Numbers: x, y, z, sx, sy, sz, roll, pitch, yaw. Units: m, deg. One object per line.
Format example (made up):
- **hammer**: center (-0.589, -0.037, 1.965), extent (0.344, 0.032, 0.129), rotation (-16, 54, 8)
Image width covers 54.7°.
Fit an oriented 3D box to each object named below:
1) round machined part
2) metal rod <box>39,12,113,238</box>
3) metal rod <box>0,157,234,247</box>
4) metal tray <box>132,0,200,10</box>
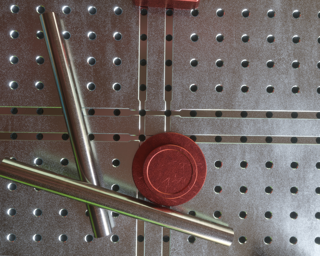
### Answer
- **round machined part**: center (0.012, 0.054, 0.405), extent (0.099, 0.042, 0.097), rotation (0, 90, -1)
- **metal rod**: center (-0.112, -0.004, 0.411), extent (0.025, 0.025, 0.298), rotation (-14, 90, 0)
- **metal rod**: center (-0.048, 0.096, 0.392), extent (0.302, 0.025, 0.025), rotation (20, 90, -9)
- **metal tray**: center (0.011, -0.229, 0.410), extent (0.091, 0.030, 0.129), rotation (4, 90, -1)
